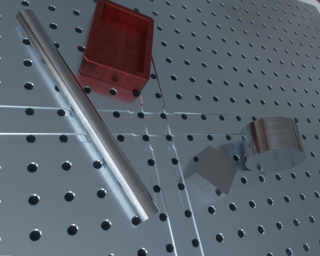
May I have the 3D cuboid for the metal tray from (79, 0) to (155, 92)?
[{"bbox_3d":[-0.058,-0.122,0.449,0.091,0.030,0.130,16,55,-20],"label":"metal tray"}]

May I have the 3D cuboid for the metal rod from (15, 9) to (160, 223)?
[{"bbox_3d":[-0.093,-0.023,0.373,0.025,0.025,0.299,-26,76,-37],"label":"metal rod"}]

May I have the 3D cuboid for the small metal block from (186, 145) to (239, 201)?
[{"bbox_3d":[0.070,0.060,0.412,0.050,0.025,0.050,37,51,-4],"label":"small metal block"}]

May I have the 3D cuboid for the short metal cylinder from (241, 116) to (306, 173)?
[{"bbox_3d":[0.161,0.026,0.446,0.081,0.080,0.050,13,56,-22],"label":"short metal cylinder"}]
